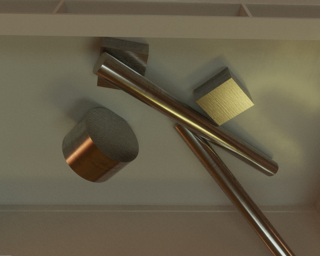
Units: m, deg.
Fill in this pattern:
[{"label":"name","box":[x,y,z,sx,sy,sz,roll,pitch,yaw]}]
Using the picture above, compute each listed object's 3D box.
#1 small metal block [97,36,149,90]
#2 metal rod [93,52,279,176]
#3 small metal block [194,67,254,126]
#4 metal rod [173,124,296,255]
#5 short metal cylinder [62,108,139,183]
[{"label":"small metal block","box":[-0.042,-0.070,0.349,0.050,0.025,0.050,9,130,-8]},{"label":"metal rod","box":[0.053,-0.002,0.387,0.301,0.025,0.025,29,124,-30]},{"label":"small metal block","box":[0.078,-0.038,0.378,0.050,0.025,0.050,-34,123,25]},{"label":"metal rod","box":[0.119,0.108,0.425,0.025,0.025,0.300,-35,98,25]},{"label":"short metal cylinder","box":[-0.074,0.021,0.390,0.080,0.080,0.050,35,122,-26]}]
